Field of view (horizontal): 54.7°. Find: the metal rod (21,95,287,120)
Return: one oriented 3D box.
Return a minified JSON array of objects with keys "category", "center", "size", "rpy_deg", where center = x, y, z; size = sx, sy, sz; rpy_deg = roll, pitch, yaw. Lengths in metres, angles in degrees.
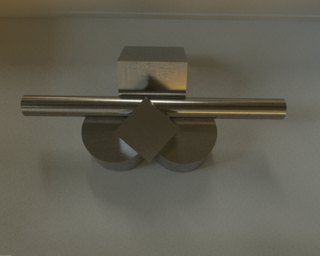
[{"category":"metal rod","center":[-0.007,-0.024,0.364],"size":[0.302,0.025,0.025],"rpy_deg":[1,70,0]}]

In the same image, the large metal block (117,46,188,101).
[{"category":"large metal block","center":[-0.009,-0.071,0.399],"size":[0.081,0.050,0.080],"rpy_deg":[1,27,0]}]

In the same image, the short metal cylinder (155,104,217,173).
[{"category":"short metal cylinder","center":[0.028,0.012,0.391],"size":[0.081,0.050,0.080],"rpy_deg":[0,70,0]}]

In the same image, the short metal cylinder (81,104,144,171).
[{"category":"short metal cylinder","center":[-0.053,0.010,0.391],"size":[0.081,0.050,0.080],"rpy_deg":[0,70,0]}]

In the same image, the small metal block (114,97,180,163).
[{"category":"small metal block","center":[-0.014,0.001,0.343],"size":[0.050,0.025,0.050],"rpy_deg":[41,96,-6]}]
